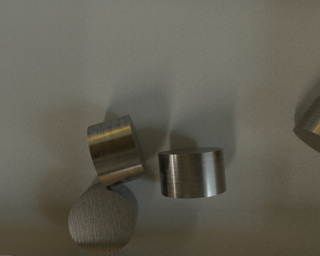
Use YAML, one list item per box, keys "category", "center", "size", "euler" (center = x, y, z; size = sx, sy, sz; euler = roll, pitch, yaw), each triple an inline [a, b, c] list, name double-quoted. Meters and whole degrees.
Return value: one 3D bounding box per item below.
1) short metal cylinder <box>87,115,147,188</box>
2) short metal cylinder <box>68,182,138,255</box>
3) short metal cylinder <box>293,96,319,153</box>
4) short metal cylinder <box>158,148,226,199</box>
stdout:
- category: "short metal cylinder"
  center: [-0.051, 0.029, 0.383]
  size: [0.050, 0.080, 0.080]
  euler: [-17, 90, 0]
- category: "short metal cylinder"
  center: [-0.070, 0.112, 0.397]
  size: [0.081, 0.050, 0.079]
  euler: [0, 92, 0]
- category: "short metal cylinder"
  center: [0.218, 0.003, 0.387]
  size: [0.080, 0.080, 0.050]
  euler: [36, 90, -1]
- category: "short metal cylinder"
  center: [0.040, 0.053, 0.385]
  size: [0.081, 0.080, 0.050]
  euler: [-4, 90, -1]
